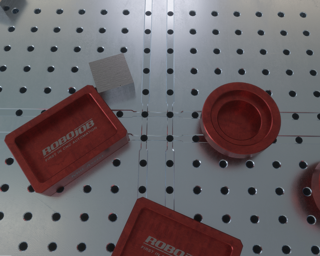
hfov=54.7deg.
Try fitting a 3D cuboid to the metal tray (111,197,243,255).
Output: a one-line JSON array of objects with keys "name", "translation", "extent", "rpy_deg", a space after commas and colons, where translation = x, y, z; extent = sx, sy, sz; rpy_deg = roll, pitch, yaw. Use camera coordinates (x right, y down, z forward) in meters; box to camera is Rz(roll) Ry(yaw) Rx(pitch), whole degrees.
[{"name": "metal tray", "translation": [0.017, 0.147, 0.355], "extent": [0.130, 0.030, 0.090], "rpy_deg": [22, 71, 8]}]

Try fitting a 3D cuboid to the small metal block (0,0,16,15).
[{"name": "small metal block", "translation": [-0.257, -0.212, 0.487], "extent": [0.050, 0.025, 0.050], "rpy_deg": [18, 71, 6]}]

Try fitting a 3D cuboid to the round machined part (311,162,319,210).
[{"name": "round machined part", "translation": [0.233, 0.077, 0.376], "extent": [0.099, 0.042, 0.098], "rpy_deg": [0, 70, 0]}]

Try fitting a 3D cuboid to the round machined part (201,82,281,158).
[{"name": "round machined part", "translation": [0.102, -0.007, 0.406], "extent": [0.099, 0.042, 0.098], "rpy_deg": [0, 70, 0]}]

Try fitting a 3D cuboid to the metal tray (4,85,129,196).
[{"name": "metal tray", "translation": [-0.118, 0.014, 0.402], "extent": [0.131, 0.030, 0.090], "rpy_deg": [-35, 74, -12]}]

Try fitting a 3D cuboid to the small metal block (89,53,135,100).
[{"name": "small metal block", "translation": [-0.067, -0.072, 0.437], "extent": [0.050, 0.025, 0.050], "rpy_deg": [-18, 71, -7]}]
